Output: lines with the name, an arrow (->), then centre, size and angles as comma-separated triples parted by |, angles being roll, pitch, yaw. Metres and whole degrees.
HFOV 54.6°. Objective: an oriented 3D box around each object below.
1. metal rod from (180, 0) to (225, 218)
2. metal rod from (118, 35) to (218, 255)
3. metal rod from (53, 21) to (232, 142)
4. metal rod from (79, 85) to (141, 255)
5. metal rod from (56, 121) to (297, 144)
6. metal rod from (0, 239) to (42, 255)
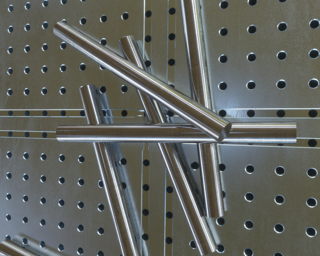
metal rod -> 0.052, -0.040, 0.394 | 0.025, 0.025, 0.299 | -7, 88, 20
metal rod -> 0.007, 0.017, 0.410 | 0.025, 0.025, 0.299 | -24, 82, 18
metal rod -> -0.040, -0.072, 0.399 | 0.300, 0.025, 0.025 | 35, 102, 27
metal rod -> -0.065, 0.085, 0.436 | 0.025, 0.025, 0.299 | -18, 84, 19
metal rod -> 0.004, 0.006, 0.383 | 0.301, 0.025, 0.025 | 0, 90, 20
metal rod -> -0.116, 0.232, 0.454 | 0.301, 0.025, 0.025 | 16, 96, 19
